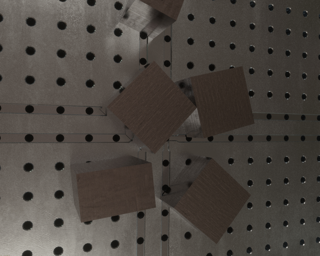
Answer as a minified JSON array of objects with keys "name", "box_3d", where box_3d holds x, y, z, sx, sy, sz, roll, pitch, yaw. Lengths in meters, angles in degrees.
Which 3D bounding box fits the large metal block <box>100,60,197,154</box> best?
[{"name":"large metal block","box_3d":[-0.015,-0.025,0.395,0.080,0.050,0.080,46,76,-15]}]

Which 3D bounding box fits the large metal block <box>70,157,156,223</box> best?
[{"name":"large metal block","box_3d":[-0.058,0.066,0.363,0.081,0.080,0.050,-6,92,-20]}]

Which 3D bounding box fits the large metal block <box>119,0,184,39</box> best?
[{"name":"large metal block","box_3d":[-0.004,-0.167,0.383,0.050,0.080,0.080,23,83,-19]}]

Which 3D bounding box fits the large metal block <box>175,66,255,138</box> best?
[{"name":"large metal block","box_3d":[0.075,-0.035,0.428,0.081,0.050,0.080,-15,95,-20]}]

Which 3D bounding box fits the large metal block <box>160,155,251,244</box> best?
[{"name":"large metal block","box_3d":[0.062,0.095,0.424,0.080,0.050,0.080,43,76,-15]}]
